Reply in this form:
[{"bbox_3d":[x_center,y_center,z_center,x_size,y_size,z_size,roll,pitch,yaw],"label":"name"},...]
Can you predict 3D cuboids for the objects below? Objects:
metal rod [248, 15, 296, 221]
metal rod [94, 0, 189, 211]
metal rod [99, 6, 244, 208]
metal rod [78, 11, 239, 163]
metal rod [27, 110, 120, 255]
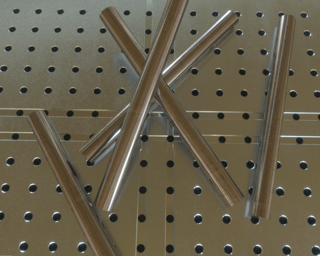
[{"bbox_3d":[0.157,-0.028,0.422,0.025,0.025,0.299,14,70,5],"label":"metal rod"},{"bbox_3d":[-0.018,-0.044,0.379,0.025,0.025,0.299,20,89,7],"label":"metal rod"},{"bbox_3d":[0.011,-0.033,0.401,0.025,0.025,0.299,-32,82,-11],"label":"metal rod"},{"bbox_3d":[0.007,-0.066,0.435,0.025,0.025,0.301,42,75,13],"label":"metal rod"},{"bbox_3d":[-0.089,0.104,0.373,0.025,0.025,0.299,-30,73,-10],"label":"metal rod"}]
